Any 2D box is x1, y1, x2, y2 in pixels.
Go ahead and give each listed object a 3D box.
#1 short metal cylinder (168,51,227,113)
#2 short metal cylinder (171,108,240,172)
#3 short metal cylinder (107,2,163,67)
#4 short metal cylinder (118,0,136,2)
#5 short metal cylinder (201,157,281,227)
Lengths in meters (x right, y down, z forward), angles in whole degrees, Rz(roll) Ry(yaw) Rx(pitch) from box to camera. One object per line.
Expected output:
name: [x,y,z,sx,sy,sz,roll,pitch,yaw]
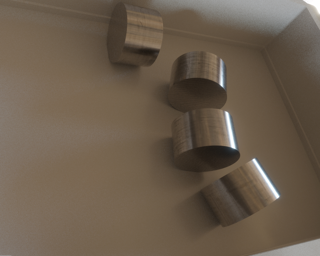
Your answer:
short metal cylinder: [0.054,-0.062,0.439,0.081,0.080,0.050,20,54,-17]
short metal cylinder: [0.056,0.018,0.392,0.081,0.080,0.050,10,58,-23]
short metal cylinder: [-0.037,-0.128,0.430,0.050,0.080,0.080,2,61,-28]
short metal cylinder: [-0.061,-0.260,0.519,0.081,0.050,0.080,14,56,-21]
short metal cylinder: [0.097,0.078,0.377,0.081,0.080,0.050,-20,73,-36]
